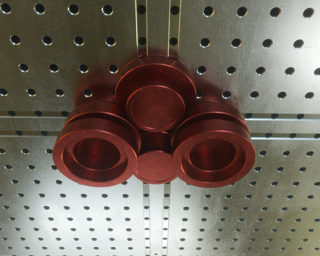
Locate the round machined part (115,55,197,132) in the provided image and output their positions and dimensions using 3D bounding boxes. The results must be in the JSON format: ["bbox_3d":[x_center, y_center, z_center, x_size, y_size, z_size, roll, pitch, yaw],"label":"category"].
[{"bbox_3d":[-0.005,-0.033,0.371,0.099,0.042,0.097,0,130,0],"label":"round machined part"}]

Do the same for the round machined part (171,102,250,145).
[{"bbox_3d":[0.063,0.005,0.404,0.099,0.042,0.097,0,130,0],"label":"round machined part"}]

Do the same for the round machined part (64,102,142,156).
[{"bbox_3d":[-0.073,0.005,0.403,0.099,0.042,0.097,0,130,0],"label":"round machined part"}]

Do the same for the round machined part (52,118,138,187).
[{"bbox_3d":[-0.076,0.025,0.378,0.099,0.042,0.097,0,130,0],"label":"round machined part"}]

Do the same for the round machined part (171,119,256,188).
[{"bbox_3d":[0.063,0.027,0.381,0.099,0.042,0.097,0,130,0],"label":"round machined part"}]

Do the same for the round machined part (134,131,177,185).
[{"bbox_3d":[-0.005,0.042,0.435,0.099,0.042,0.097,0,130,0],"label":"round machined part"}]
